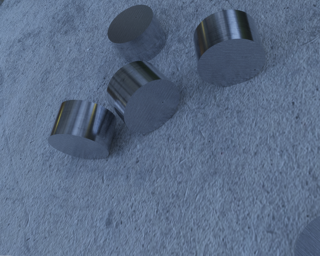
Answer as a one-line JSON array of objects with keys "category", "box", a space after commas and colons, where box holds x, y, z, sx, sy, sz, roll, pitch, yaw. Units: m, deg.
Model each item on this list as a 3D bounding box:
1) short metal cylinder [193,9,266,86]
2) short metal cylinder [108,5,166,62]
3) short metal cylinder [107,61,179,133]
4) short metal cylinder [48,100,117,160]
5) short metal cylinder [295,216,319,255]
[{"category": "short metal cylinder", "box": [0.084, -0.097, 0.384, 0.080, 0.080, 0.050, -16, 56, 19]}, {"category": "short metal cylinder", "box": [-0.037, -0.150, 0.499, 0.080, 0.050, 0.080, -13, 56, 21]}, {"category": "short metal cylinder", "box": [-0.022, -0.040, 0.405, 0.080, 0.080, 0.050, -42, 51, 0]}, {"category": "short metal cylinder", "box": [-0.104, 0.004, 0.421, 0.080, 0.080, 0.050, -5, 60, 26]}, {"category": "short metal cylinder", "box": [0.151, 0.110, 0.241, 0.080, 0.050, 0.080, -13, 56, 21]}]
